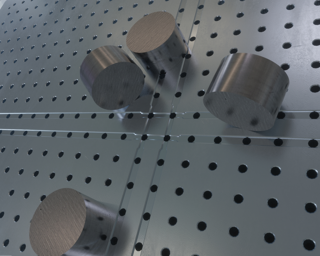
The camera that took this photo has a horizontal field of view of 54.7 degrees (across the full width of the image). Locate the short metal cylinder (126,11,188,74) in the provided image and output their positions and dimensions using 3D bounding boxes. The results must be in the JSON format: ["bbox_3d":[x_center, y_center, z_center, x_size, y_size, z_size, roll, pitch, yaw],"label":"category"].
[{"bbox_3d":[-0.004,-0.130,0.474,0.080,0.050,0.080,-13,56,21],"label":"short metal cylinder"}]

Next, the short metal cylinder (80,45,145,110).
[{"bbox_3d":[-0.070,-0.073,0.455,0.080,0.080,0.050,-39,51,1],"label":"short metal cylinder"}]

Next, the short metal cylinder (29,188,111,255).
[{"bbox_3d":[-0.108,0.119,0.376,0.080,0.050,0.080,-13,56,21],"label":"short metal cylinder"}]

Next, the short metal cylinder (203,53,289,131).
[{"bbox_3d":[0.095,-0.038,0.346,0.080,0.080,0.050,15,70,34],"label":"short metal cylinder"}]
